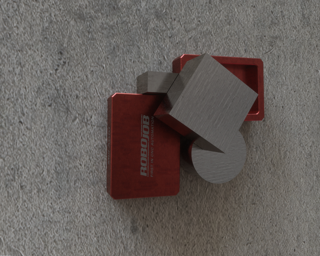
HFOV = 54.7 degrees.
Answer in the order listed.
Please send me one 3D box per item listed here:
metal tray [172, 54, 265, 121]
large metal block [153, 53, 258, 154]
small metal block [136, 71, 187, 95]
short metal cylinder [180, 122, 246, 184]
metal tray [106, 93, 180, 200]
[{"bbox_3d":[0.084,-0.054,0.439,0.131,0.030,0.089,-2,91,-20],"label":"metal tray"},{"bbox_3d":[0.053,-0.027,0.362,0.080,0.050,0.080,34,79,-17],"label":"large metal block"},{"bbox_3d":[0.001,-0.055,0.397,0.050,0.050,0.025,1,90,-20],"label":"small metal block"},{"bbox_3d":[0.069,0.032,0.422,0.081,0.050,0.080,0,90,-20],"label":"short metal cylinder"},{"bbox_3d":[-0.021,0.022,0.401,0.091,0.030,0.129,1,90,-20],"label":"metal tray"}]
